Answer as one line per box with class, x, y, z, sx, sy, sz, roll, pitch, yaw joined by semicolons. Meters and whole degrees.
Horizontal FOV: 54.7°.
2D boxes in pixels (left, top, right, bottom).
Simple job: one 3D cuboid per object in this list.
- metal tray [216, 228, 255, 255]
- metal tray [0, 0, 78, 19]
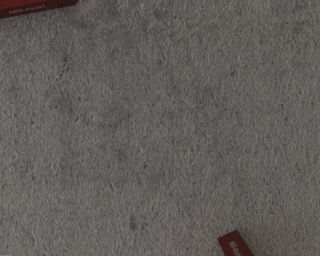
metal tray;0.110;0.186;0.372;0.030;0.130;0.090;-26;90;1
metal tray;-0.183;-0.199;0.405;0.131;0.030;0.089;-11;90;0
